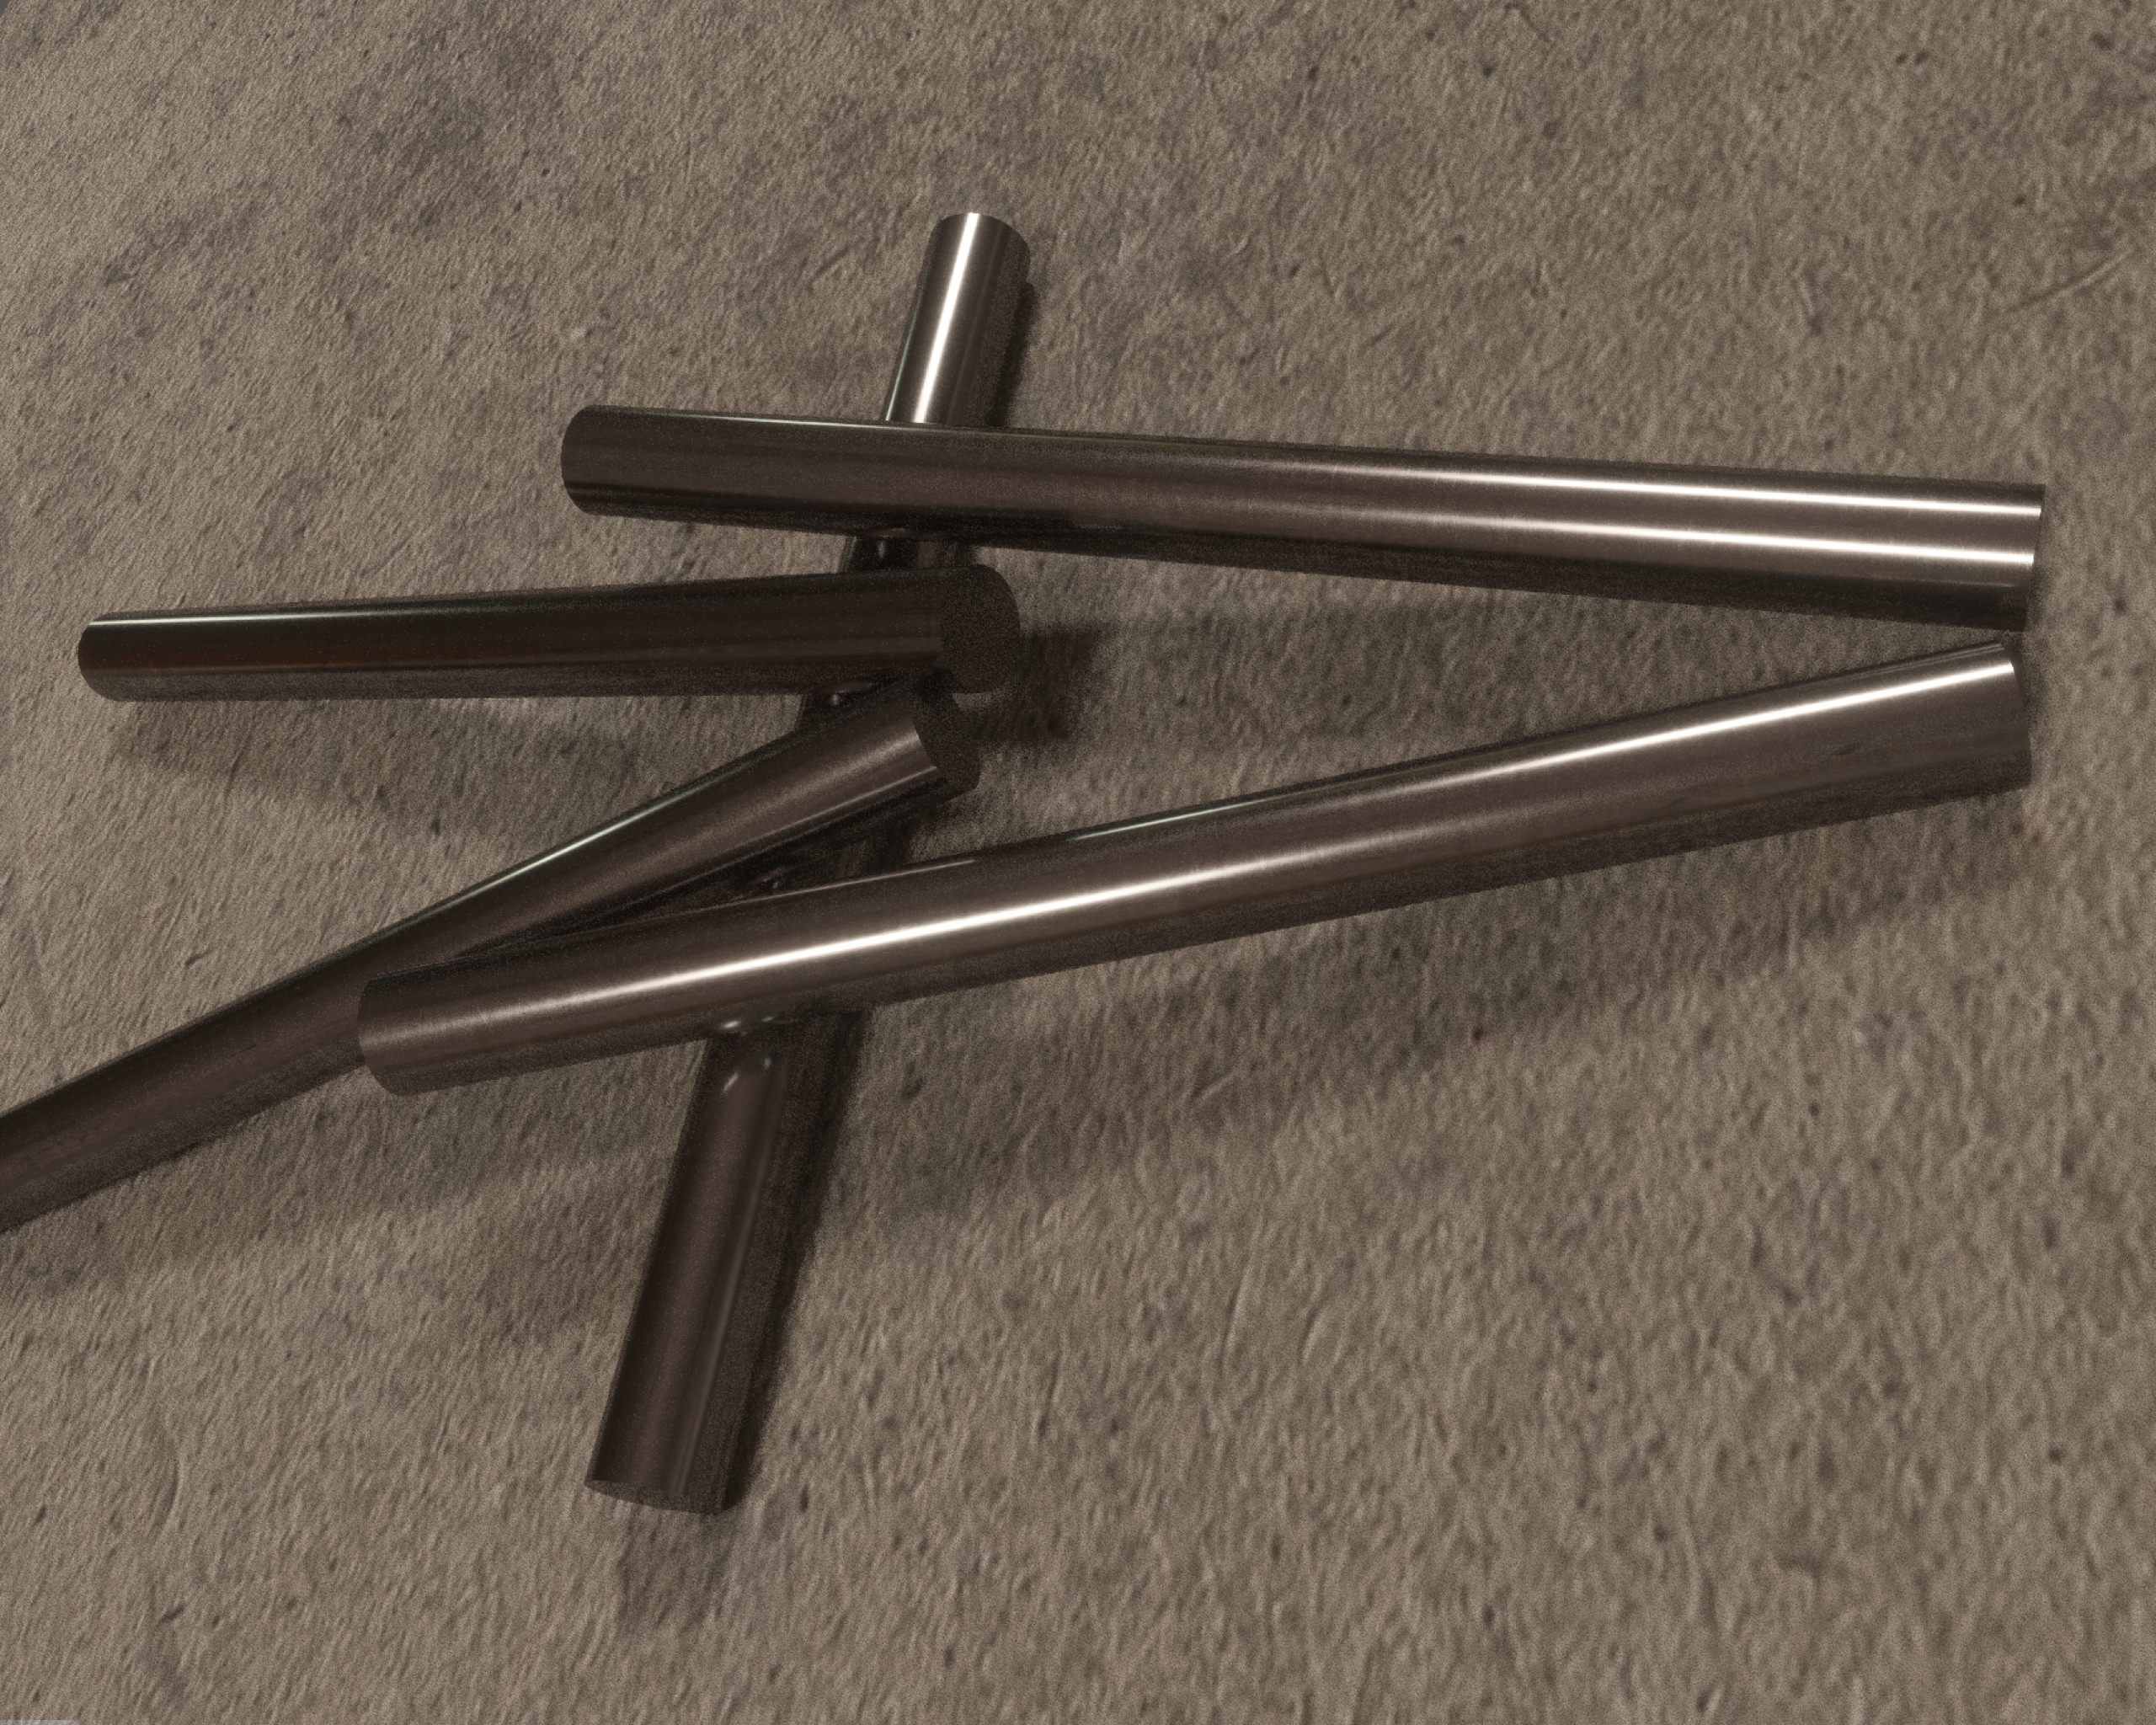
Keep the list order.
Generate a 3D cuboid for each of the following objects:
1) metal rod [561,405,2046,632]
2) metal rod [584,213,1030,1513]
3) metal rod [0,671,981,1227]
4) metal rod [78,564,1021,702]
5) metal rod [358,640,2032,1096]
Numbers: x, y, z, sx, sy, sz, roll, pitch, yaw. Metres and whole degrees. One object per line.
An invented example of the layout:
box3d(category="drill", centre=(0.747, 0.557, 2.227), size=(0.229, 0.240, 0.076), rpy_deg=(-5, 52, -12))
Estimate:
box3d(category="metal rod", centre=(0.026, -0.071, 0.413), size=(0.301, 0.025, 0.025), rpy_deg=(8, 66, 24))
box3d(category="metal rod", centre=(-0.050, -0.017, 0.441), size=(0.025, 0.025, 0.299), rpy_deg=(-3, 60, 26))
box3d(category="metal rod", centre=(-0.155, 0.031, 0.448), size=(0.300, 0.025, 0.025), rpy_deg=(-23, 53, 20))
box3d(category="metal rod", centre=(-0.142, -0.051, 0.491), size=(0.300, 0.025, 0.025), rpy_deg=(3, 63, 35))
box3d(category="metal rod", centre=(0.009, 0.005, 0.376), size=(0.301, 0.025, 0.025), rpy_deg=(-11, 57, 13))
